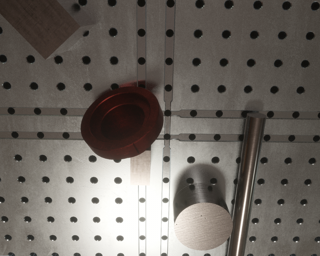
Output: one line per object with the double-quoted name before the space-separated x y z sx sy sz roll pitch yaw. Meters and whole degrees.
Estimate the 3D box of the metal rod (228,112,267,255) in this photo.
"metal rod" 0.123 0.123 0.460 0.025 0.025 0.298 2 110 -1

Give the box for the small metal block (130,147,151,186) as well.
"small metal block" -0.025 0.042 0.415 0.025 0.050 0.050 2 110 -1

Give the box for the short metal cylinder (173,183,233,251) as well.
"short metal cylinder" 0.060 0.128 0.448 0.081 0.050 0.079 0 110 -1

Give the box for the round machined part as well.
"round machined part" -0.043 -0.002 0.381 0.098 0.098 0.042 -17 139 5

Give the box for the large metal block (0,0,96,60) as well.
"large metal block" -0.123 -0.127 0.336 0.050 0.080 0.080 -39 106 13
